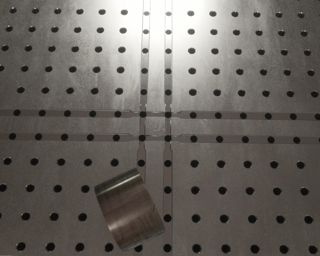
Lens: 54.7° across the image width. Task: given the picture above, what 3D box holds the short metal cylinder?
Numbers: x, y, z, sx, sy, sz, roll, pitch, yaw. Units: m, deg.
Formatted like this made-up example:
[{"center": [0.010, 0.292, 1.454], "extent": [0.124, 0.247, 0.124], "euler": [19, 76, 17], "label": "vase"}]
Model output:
[{"center": [-0.034, 0.091, 0.349], "extent": [0.050, 0.080, 0.080], "euler": [-25, 72, -9], "label": "short metal cylinder"}]
